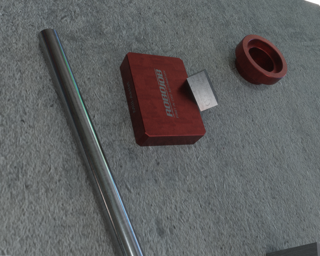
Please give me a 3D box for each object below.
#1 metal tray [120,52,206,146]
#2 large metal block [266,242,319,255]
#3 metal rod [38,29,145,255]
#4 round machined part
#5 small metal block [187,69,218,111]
[{"bbox_3d":[0.002,-0.041,0.426,0.091,0.030,0.130,0,62,-28],"label":"metal tray"},{"bbox_3d":[0.165,0.183,0.346,0.050,0.080,0.080,25,53,-13],"label":"large metal block"},{"bbox_3d":[-0.084,0.010,0.352,0.025,0.025,0.299,-13,68,-33],"label":"metal rod"},{"bbox_3d":[0.176,-0.117,0.559,0.099,0.042,0.098,14,56,-21],"label":"round machined part"},{"bbox_3d":[0.062,-0.056,0.446,0.050,0.025,0.050,66,16,-9],"label":"small metal block"}]
